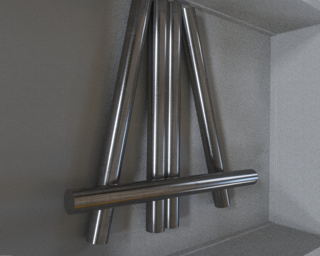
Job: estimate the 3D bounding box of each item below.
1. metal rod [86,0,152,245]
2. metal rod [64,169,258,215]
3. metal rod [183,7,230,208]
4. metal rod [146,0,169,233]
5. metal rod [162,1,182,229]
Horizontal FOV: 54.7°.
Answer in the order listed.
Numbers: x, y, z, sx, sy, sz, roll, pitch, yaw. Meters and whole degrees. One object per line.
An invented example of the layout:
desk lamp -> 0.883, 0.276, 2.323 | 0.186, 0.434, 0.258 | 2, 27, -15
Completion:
metal rod -> -0.046, -0.019, 0.366 | 0.025, 0.025, 0.299 | 16, 80, -39
metal rod -> 0.029, 0.074, 0.395 | 0.302, 0.025, 0.025 | 2, 89, -40
metal rod -> 0.067, -0.023, 0.461 | 0.025, 0.025, 0.298 | -20, 103, -38
metal rod -> -0.004, -0.017, 0.402 | 0.025, 0.025, 0.298 | 1, 89, -40
metal rod -> 0.015, -0.017, 0.418 | 0.025, 0.025, 0.298 | 1, 89, -40
